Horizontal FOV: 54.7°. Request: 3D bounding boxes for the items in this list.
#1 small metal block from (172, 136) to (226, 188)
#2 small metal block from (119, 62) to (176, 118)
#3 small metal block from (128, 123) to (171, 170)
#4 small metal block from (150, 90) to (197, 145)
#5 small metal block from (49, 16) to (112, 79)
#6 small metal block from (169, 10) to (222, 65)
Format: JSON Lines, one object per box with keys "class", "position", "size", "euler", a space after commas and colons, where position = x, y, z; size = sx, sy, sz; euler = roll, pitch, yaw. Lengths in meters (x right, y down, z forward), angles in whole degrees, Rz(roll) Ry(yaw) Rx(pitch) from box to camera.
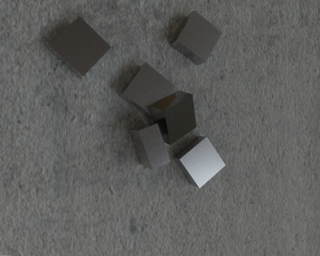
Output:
{"class": "small metal block", "position": [0.054, 0.046, 0.431], "size": [0.050, 0.025, 0.050], "euler": [-38, 103, -16]}
{"class": "small metal block", "position": [-0.017, -0.048, 0.404], "size": [0.050, 0.025, 0.050], "euler": [37, 78, -17]}
{"class": "small metal block", "position": [-0.015, 0.022, 0.391], "size": [0.025, 0.050, 0.050], "euler": [-22, 98, -19]}
{"class": "small metal block", "position": [0.019, -0.014, 0.401], "size": [0.050, 0.025, 0.050], "euler": [-33, 127, -31]}
{"class": "small metal block", "position": [-0.096, -0.096, 0.374], "size": [0.050, 0.025, 0.050], "euler": [43, 76, -15]}
{"class": "small metal block", "position": [0.050, -0.124, 0.428], "size": [0.050, 0.025, 0.050], "euler": [32, 79, -18]}
